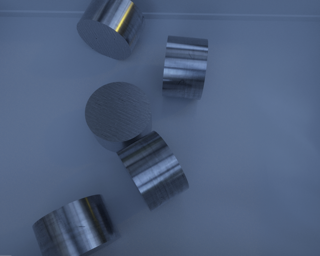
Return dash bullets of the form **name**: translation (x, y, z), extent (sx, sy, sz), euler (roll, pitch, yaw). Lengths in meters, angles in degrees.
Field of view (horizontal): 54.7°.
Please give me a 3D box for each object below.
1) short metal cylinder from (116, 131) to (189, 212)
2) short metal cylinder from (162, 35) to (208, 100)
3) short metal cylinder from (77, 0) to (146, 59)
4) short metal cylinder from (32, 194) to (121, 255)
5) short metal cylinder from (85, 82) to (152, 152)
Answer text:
- **short metal cylinder**: translation (-0.009, 0.050, 0.362), extent (0.050, 0.080, 0.080), euler (-30, 73, -11)
- **short metal cylinder**: translation (0.032, -0.079, 0.410), extent (0.050, 0.080, 0.080), euler (6, 70, 2)
- **short metal cylinder**: translation (-0.067, -0.141, 0.431), extent (0.080, 0.080, 0.050), euler (21, 72, 7)
- **short metal cylinder**: translation (-0.090, 0.114, 0.338), extent (0.080, 0.080, 0.050), euler (-26, 72, -9)
- **short metal cylinder**: translation (-0.051, -0.013, 0.400), extent (0.081, 0.050, 0.080), euler (0, 70, 0)
